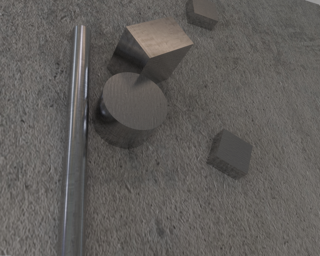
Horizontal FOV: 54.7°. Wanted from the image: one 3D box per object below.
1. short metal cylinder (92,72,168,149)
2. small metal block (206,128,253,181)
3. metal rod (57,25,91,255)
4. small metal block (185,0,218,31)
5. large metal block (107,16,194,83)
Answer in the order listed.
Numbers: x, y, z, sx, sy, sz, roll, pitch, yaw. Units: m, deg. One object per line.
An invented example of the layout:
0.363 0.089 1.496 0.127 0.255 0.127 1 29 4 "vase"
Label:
-0.038 -0.021 0.380 0.081 0.050 0.080 14 56 -21 "short metal cylinder"
0.098 0.037 0.434 0.050 0.025 0.050 31 52 -9 "small metal block"
-0.094 -0.001 0.353 0.025 0.025 0.299 8 58 -24 "metal rod"
0.077 -0.214 0.576 0.050 0.025 0.050 11 57 -22 "small metal block"
-0.015 -0.098 0.420 0.081 0.080 0.050 -28 78 -37 "large metal block"
